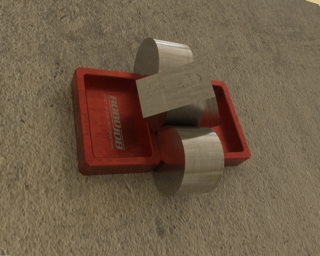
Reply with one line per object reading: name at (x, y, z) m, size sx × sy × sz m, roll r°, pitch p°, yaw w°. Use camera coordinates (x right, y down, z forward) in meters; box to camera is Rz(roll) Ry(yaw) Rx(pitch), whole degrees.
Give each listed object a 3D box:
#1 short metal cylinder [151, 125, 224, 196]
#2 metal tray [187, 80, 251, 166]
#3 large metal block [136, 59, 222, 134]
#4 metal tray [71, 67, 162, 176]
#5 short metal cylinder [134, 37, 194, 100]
short metal cylinder at (0.030, 0.037, 0.363) m, size 0.050 × 0.080 × 0.080 m, roll 2°, pitch 61°, yaw -27°
metal tray at (0.068, -0.010, 0.445) m, size 0.091 × 0.030 × 0.130 m, roll 2°, pitch 61°, yaw -28°
large metal block at (0.025, -0.029, 0.375) m, size 0.080 × 0.080 × 0.050 m, roll -17°, pitch 65°, yaw 9°
metal tray at (-0.056, -0.010, 0.378) m, size 0.091 × 0.030 × 0.130 m, roll 2°, pitch 61°, yaw -28°
short metal cylinder at (0.003, -0.078, 0.419) m, size 0.050 × 0.080 × 0.080 m, roll 2°, pitch 61°, yaw -27°
